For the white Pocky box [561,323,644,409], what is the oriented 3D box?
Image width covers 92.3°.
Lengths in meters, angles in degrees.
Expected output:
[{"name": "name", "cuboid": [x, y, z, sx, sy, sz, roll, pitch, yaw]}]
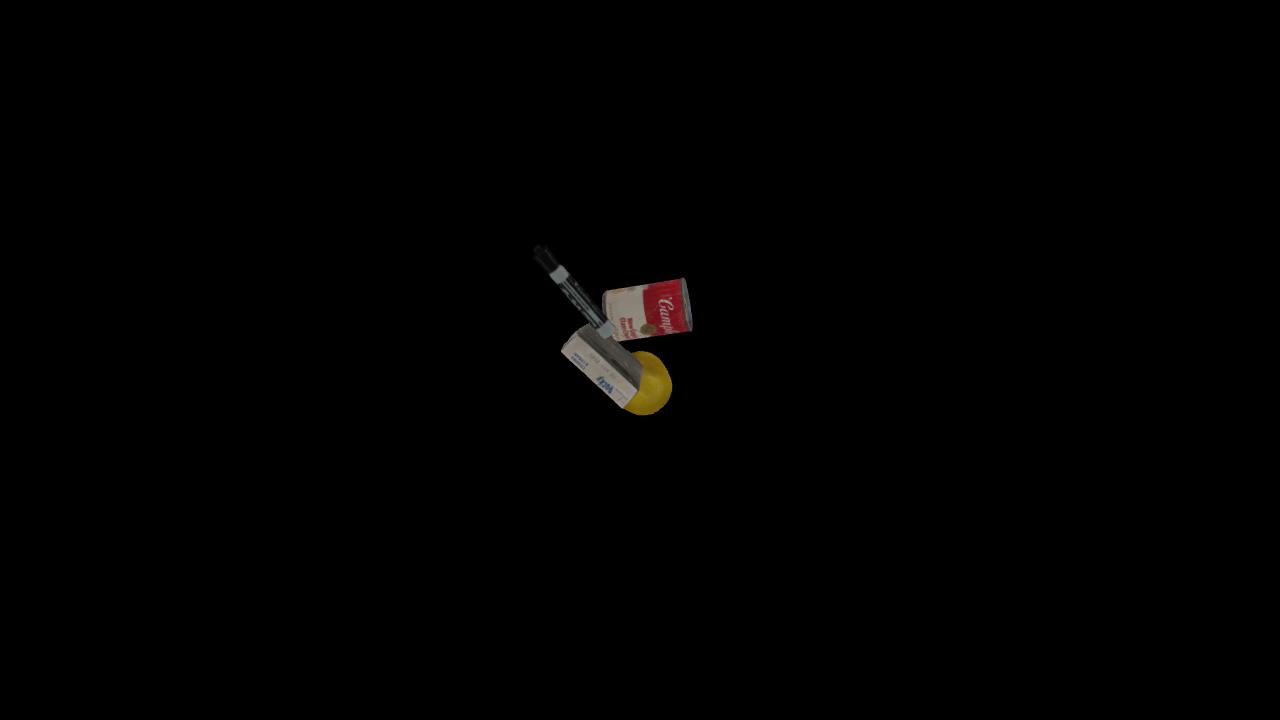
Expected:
[{"name": "white Pocky box", "cuboid": [-0.035, 0.000, 0.647, 0.084, 0.028, 0.154, 42, 7, -4]}]

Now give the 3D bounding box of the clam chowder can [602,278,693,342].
[{"name": "clam chowder can", "cuboid": [0.010, -0.062, 0.769, 0.102, 0.068, 0.068, -8, -1, 11]}]

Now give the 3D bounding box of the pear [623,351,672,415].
[{"name": "pear", "cuboid": [-0.012, 0.020, 0.732, 0.080, 0.080, 0.111, 0, -22, 34]}]

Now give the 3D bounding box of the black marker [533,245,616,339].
[{"name": "black marker", "cuboid": [-0.068, -0.070, 0.634, 0.020, 0.020, 0.121, 0, -43, 53]}]
